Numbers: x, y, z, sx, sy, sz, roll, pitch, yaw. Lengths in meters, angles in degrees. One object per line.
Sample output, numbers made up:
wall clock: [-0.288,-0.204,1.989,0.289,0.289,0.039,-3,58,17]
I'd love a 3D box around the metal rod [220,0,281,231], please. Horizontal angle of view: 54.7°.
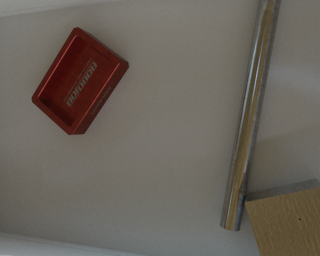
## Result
metal rod: [0.109,-0.026,0.371,0.025,0.025,0.298,10,93,19]

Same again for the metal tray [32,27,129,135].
metal tray: [-0.117,-0.065,0.447,0.090,0.030,0.129,39,102,15]

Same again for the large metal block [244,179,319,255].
large metal block: [0.148,0.108,0.345,0.080,0.050,0.080,-17,85,19]
